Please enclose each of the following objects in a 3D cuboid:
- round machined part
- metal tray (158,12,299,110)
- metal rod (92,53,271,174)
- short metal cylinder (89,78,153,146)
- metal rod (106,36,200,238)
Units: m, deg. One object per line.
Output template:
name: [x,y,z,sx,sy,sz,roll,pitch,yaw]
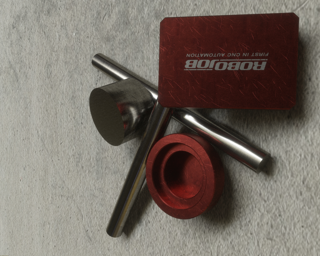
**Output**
round machined part: [0.033,0.055,0.368,0.098,0.042,0.097,0,90,40]
metal tray: [0.066,-0.064,0.312,0.131,0.030,0.089,2,92,12]
metal rod: [0.005,-0.035,0.403,0.300,0.025,0.025,35,112,34]
short metal cylinder: [-0.051,-0.022,0.415,0.080,0.050,0.079,29,132,40]
metal rod: [-0.017,0.030,0.398,0.025,0.025,0.298,40,121,32]
